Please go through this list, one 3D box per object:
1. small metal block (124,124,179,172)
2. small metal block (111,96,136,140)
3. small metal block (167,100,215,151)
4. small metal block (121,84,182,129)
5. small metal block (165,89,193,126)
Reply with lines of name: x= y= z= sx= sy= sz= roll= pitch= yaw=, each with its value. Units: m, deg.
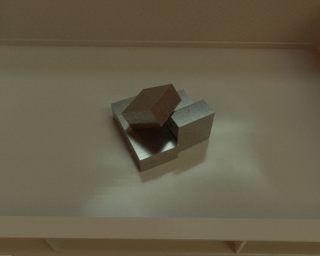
small metal block: x=-0.011 y=0.020 z=0.386 sx=0.050 sy=0.025 sz=0.050 roll=-20 pitch=53 yaw=-16
small metal block: x=-0.032 y=-0.015 z=0.415 sx=0.050 sy=0.025 sz=0.050 roll=-20 pitch=53 yaw=-16
small metal block: x=0.037 y=-0.002 z=0.389 sx=0.050 sy=0.050 sz=0.025 roll=-22 pitch=54 yaw=-19
small metal block: x=-0.010 y=-0.026 z=0.376 sx=0.050 sy=0.025 sz=0.050 roll=-4 pitch=39 yaw=44
small metal block: x=0.020 y=-0.021 z=0.421 sx=0.050 sy=0.025 sz=0.050 roll=-20 pitch=53 yaw=-16
